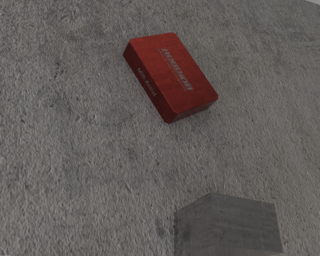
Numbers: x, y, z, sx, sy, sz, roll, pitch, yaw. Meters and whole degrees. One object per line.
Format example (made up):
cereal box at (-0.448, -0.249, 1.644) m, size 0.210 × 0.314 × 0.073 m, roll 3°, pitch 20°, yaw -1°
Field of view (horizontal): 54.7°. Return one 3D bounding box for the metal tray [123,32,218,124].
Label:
metal tray at (0.016, -0.078, 0.456) m, size 0.091 × 0.030 × 0.130 m, roll -22°, pitch 73°, yaw -36°

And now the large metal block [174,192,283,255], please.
large metal block at (0.069, 0.112, 0.337) m, size 0.081 × 0.080 × 0.050 m, roll 14°, pitch 56°, yaw -20°
